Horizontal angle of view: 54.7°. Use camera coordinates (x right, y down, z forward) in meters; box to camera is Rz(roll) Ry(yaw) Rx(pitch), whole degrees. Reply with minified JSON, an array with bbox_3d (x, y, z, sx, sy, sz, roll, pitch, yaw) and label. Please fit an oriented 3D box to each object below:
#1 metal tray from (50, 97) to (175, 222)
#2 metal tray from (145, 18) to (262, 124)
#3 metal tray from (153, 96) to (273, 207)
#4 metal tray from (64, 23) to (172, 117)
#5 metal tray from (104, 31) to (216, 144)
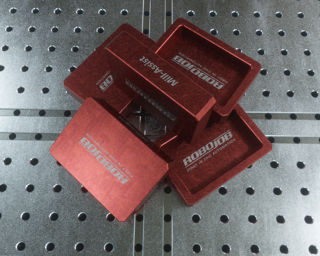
[{"bbox_3d":[-0.060,0.036,0.375,0.130,0.030,0.090,41,100,13],"label":"metal tray"},{"bbox_3d":[0.052,-0.077,0.405,0.130,0.030,0.090,34,73,11],"label":"metal tray"},{"bbox_3d":[0.064,0.028,0.398,0.131,0.030,0.090,-32,73,-11],"label":"metal tray"},{"bbox_3d":[-0.056,-0.076,0.435,0.090,0.030,0.130,37,74,12],"label":"metal tray"},{"bbox_3d":[-0.002,-0.043,0.360,0.130,0.090,0.030,39,75,12],"label":"metal tray"}]
